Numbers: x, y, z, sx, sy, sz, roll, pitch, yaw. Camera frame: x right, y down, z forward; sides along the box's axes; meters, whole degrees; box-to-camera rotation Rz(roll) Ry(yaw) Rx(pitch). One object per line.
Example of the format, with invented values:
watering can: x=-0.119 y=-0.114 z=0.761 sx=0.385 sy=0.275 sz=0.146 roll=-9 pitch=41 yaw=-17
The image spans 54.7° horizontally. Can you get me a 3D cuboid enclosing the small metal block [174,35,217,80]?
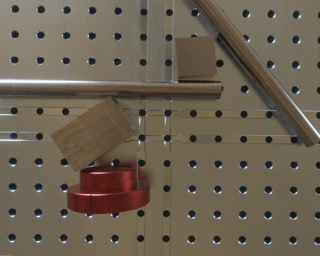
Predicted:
small metal block: x=0.047 y=-0.093 z=0.414 sx=0.050 sy=0.025 sz=0.050 roll=-5 pitch=90 yaw=-1

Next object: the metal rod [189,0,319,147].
metal rod: x=0.113 y=-0.099 z=0.414 sx=0.025 sy=0.025 sz=0.300 roll=-39 pitch=91 yaw=0

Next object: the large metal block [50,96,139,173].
large metal block: x=-0.075 y=0.007 z=0.385 sx=0.080 sy=0.080 sz=0.050 roll=-34 pitch=90 yaw=0

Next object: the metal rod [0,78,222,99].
metal rod: x=-0.071 y=-0.052 z=0.412 sx=0.302 sy=0.025 sz=0.025 roll=0 pitch=90 yaw=-1

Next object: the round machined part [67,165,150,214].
round machined part: x=-0.062 y=0.070 z=0.376 sx=0.099 sy=0.098 sz=0.042 roll=-2 pitch=90 yaw=-1
